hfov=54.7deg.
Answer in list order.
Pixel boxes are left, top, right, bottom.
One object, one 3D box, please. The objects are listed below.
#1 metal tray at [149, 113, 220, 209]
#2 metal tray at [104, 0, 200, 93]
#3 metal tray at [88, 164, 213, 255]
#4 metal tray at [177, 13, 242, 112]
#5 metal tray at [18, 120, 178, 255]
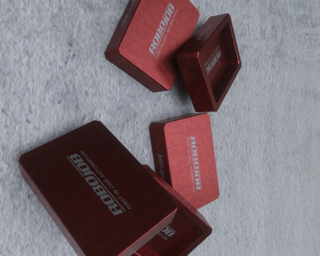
[{"bbox_3d":[0.037,0.049,0.435,0.091,0.030,0.129,-14,99,-39],"label":"metal tray"},{"bbox_3d":[-0.005,-0.123,0.399,0.090,0.030,0.130,33,70,-35],"label":"metal tray"},{"bbox_3d":[-0.008,0.114,0.370,0.090,0.030,0.130,-43,120,1],"label":"metal tray"},{"bbox_3d":[0.075,-0.094,0.439,0.130,0.030,0.090,-55,133,-40],"label":"metal tray"},{"bbox_3d":[-0.059,0.058,0.294,0.091,0.130,0.030,-30,152,-33],"label":"metal tray"}]
